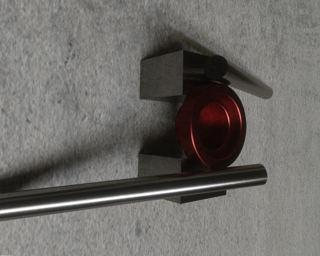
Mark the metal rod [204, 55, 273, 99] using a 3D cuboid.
[{"bbox_3d":[0.127,-0.063,0.445,0.301,0.025,0.025,-2,92,-62],"label":"metal rod"}]

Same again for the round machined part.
[{"bbox_3d":[0.056,-0.002,0.368,0.099,0.042,0.097,0,90,-40],"label":"round machined part"}]

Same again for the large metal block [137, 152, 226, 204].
[{"bbox_3d":[0.028,0.059,0.396,0.081,0.080,0.050,1,89,-40],"label":"large metal block"}]

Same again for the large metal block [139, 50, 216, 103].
[{"bbox_3d":[0.030,-0.061,0.397,0.081,0.080,0.050,1,89,-40],"label":"large metal block"}]

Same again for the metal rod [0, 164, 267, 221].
[{"bbox_3d":[-0.027,0.063,0.313,0.303,0.025,0.025,-4,93,-18],"label":"metal rod"}]
